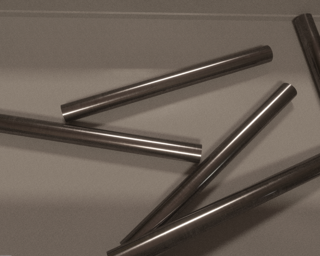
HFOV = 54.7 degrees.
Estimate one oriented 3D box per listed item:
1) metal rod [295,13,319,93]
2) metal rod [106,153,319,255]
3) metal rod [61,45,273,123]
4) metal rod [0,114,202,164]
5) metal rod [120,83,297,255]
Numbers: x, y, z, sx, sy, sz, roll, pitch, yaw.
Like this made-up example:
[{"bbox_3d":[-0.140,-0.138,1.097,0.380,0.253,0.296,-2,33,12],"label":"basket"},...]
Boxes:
[{"bbox_3d":[0.240,-0.028,0.422,0.025,0.025,0.299,-8,70,-3],"label":"metal rod"},{"bbox_3d":[0.085,0.091,0.363,0.302,0.025,0.025,-21,72,-14],"label":"metal rod"},{"bbox_3d":[0.015,-0.064,0.433,0.302,0.025,0.025,-17,71,-7],"label":"metal rod"},{"bbox_3d":[-0.097,0.011,0.404,0.302,0.025,0.025,9,70,2],"label":"metal rod"},{"bbox_3d":[0.071,0.044,0.394,0.301,0.025,0.025,-42,76,-14],"label":"metal rod"}]
